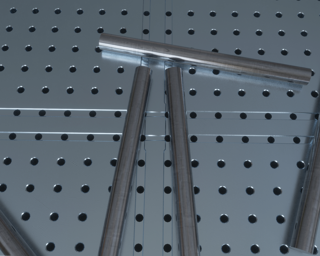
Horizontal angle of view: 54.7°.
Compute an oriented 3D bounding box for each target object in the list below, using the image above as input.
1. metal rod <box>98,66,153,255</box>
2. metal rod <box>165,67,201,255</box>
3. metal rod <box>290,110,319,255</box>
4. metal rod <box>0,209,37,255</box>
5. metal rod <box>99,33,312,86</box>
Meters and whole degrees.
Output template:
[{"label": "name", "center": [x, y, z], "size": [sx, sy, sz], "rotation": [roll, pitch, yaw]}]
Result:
[{"label": "metal rod", "center": [-0.045, 0.057, 0.390], "size": [0.025, 0.025, 0.299], "rotation": [8, 70, 2]}, {"label": "metal rod", "center": [0.029, 0.059, 0.390], "size": [0.025, 0.025, 0.299], "rotation": [-3, 70, -2]}, {"label": "metal rod", "center": [0.218, 0.012, 0.409], "size": [0.025, 0.025, 0.300], "rotation": [20, 71, 7]}, {"label": "metal rod", "center": [-0.166, 0.141, 0.358], "size": [0.025, 0.025, 0.300], "rotation": [-43, 76, -14]}, {"label": "metal rod", "center": [0.062, -0.100, 0.449], "size": [0.302, 0.025, 0.025], "rotation": [11, 70, 3]}]
